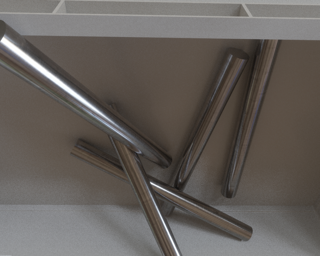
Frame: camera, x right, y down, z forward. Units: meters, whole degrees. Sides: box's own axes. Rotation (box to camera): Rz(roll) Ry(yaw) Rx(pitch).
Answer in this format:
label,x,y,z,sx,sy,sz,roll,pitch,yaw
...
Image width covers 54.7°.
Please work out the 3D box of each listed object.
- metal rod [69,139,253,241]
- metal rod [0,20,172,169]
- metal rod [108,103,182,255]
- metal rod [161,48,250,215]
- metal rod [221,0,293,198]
label,x,y,z,sx,sy,sz,roll,pitch,yaw
metal rod,0.010,0.097,0.461,0.301,0.025,0.025,29,125,-12
metal rod,-0.050,-0.005,0.324,0.025,0.025,0.300,-20,153,15
metal rod,-0.012,0.108,0.417,0.025,0.025,0.299,-20,102,15
metal rod,0.048,0.028,0.433,0.025,0.025,0.298,11,129,-10
metal rod,0.114,-0.010,0.401,0.025,0.025,0.298,1,130,-1
